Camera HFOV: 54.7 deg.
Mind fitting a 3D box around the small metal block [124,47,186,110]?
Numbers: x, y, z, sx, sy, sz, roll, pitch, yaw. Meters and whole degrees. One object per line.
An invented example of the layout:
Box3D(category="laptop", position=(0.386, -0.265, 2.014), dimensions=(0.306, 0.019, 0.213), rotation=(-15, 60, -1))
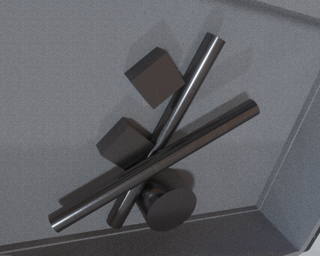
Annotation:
Box3D(category="small metal block", position=(-0.006, -0.059, 0.370), dimensions=(0.050, 0.025, 0.050), rotation=(-40, 130, -1))

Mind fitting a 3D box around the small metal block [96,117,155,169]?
Box3D(category="small metal block", position=(-0.044, 0.022, 0.399), dimensions=(0.050, 0.025, 0.050), rotation=(-47, 130, 4))

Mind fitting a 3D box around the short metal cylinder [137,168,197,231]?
Box3D(category="short metal cylinder", position=(0.007, 0.107, 0.465), dimensions=(0.081, 0.050, 0.079), rotation=(-14, 124, -21))

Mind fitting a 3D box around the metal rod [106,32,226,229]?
Box3D(category="metal rod", position=(0.001, 0.015, 0.419), dimensions=(0.025, 0.025, 0.298), rotation=(17, 109, -35))

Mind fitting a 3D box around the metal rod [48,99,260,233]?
Box3D(category="metal rod", position=(-0.001, 0.044, 0.403), dimensions=(0.301, 0.025, 0.025), rotation=(-29, 129, -9))
